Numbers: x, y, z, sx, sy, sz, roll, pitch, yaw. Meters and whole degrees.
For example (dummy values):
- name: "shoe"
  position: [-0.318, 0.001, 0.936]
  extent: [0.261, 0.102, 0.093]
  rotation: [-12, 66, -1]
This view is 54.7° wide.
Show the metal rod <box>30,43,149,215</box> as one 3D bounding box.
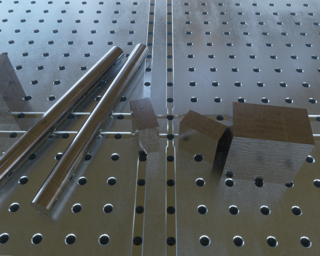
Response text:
- name: "metal rod"
  position: [-0.079, -0.022, 0.424]
  extent: [0.025, 0.025, 0.301]
  rotation: [15, 52, 12]

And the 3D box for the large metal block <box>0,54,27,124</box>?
- name: "large metal block"
  position: [-0.237, -0.050, 0.413]
  extent: [0.081, 0.080, 0.050]
  rotation: [0, 50, 0]

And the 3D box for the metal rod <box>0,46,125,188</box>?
- name: "metal rod"
  position: [-0.138, -0.022, 0.424]
  extent: [0.025, 0.025, 0.301]
  rotation: [21, 53, 17]

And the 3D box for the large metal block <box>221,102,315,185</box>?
- name: "large metal block"
  position: [0.117, 0.019, 0.356]
  extent: [0.080, 0.080, 0.050]
  rotation: [6, 50, 5]

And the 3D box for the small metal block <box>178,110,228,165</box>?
- name: "small metal block"
  position: [0.051, 0.012, 0.382]
  extent: [0.050, 0.050, 0.025]
  rotation: [26, 56, 20]

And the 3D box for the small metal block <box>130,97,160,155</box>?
- name: "small metal block"
  position: [-0.019, -0.002, 0.393]
  extent: [0.025, 0.050, 0.050]
  rotation: [-12, 51, -10]
